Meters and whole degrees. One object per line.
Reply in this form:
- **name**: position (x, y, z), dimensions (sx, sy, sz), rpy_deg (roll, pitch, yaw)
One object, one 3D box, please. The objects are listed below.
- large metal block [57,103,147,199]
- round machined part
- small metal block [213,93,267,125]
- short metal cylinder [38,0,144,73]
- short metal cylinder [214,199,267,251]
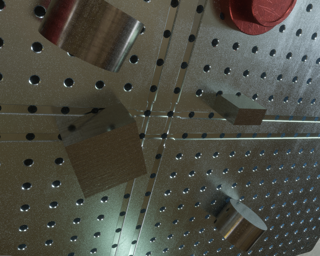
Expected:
- **large metal block**: position (-0.068, 0.026, 0.374), dimensions (0.081, 0.050, 0.080), rpy_deg (-21, 127, -16)
- **round machined part**: position (0.125, -0.160, 0.369), dimensions (0.099, 0.042, 0.097), rpy_deg (-14, 124, -21)
- **small metal block**: position (0.112, -0.027, 0.440), dimensions (0.050, 0.050, 0.025), rpy_deg (0, 119, -28)
- **short metal cylinder**: position (-0.062, -0.093, 0.284), dimensions (0.080, 0.080, 0.050), rpy_deg (20, 108, -36)
- **short metal cylinder**: position (0.145, 0.175, 0.563), dimensions (0.080, 0.080, 0.050), rpy_deg (26, 104, -37)
